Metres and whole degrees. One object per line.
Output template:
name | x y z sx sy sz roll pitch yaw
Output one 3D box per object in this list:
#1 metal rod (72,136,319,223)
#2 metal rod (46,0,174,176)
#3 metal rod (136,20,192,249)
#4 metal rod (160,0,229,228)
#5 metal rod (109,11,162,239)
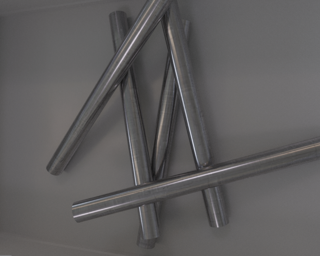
metal rod | 0.045 0.060 0.357 0.301 0.025 0.025 -16 85 5
metal rod | -0.076 -0.045 0.406 0.025 0.025 0.298 44 115 14
metal rod | 0.005 0.010 0.408 0.025 0.025 0.298 10 93 19
metal rod | 0.039 -0.027 0.379 0.025 0.025 0.298 -13 92 19
metal rod | -0.034 -0.012 0.405 0.025 0.025 0.299 -13 79 19
